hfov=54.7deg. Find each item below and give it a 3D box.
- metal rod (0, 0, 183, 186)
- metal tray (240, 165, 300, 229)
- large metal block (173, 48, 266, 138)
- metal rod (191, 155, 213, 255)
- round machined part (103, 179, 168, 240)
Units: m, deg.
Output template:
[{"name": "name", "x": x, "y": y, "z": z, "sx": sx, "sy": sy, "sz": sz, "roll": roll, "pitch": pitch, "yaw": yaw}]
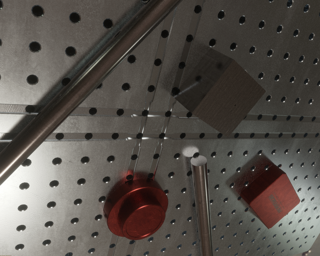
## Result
[{"name": "metal rod", "x": -0.086, "y": -0.045, "z": 0.337, "sx": 0.300, "sy": 0.025, "sz": 0.025, "roll": -45, "pitch": 130, "yaw": 3}, {"name": "metal tray", "x": 0.224, "y": 0.141, "z": 0.621, "sx": 0.090, "sy": 0.030, "sz": 0.130, "roll": -42, "pitch": 130, "yaw": 0}, {"name": "large metal block", "x": 0.079, "y": -0.045, "z": 0.412, "sx": 0.080, "sy": 0.050, "sz": 0.080, "roll": 30, "pitch": 101, "yaw": -38}, {"name": "metal rod", "x": 0.080, "y": 0.170, "z": 0.562, "sx": 0.025, "sy": 0.025, "sz": 0.298, "roll": -21, "pitch": 127, "yaw": -16}, {"name": "round machined part", "x": -0.031, "y": 0.128, "z": 0.464, "sx": 0.099, "sy": 0.042, "sz": 0.097, "roll": -14, "pitch": 124, "yaw": -21}]
